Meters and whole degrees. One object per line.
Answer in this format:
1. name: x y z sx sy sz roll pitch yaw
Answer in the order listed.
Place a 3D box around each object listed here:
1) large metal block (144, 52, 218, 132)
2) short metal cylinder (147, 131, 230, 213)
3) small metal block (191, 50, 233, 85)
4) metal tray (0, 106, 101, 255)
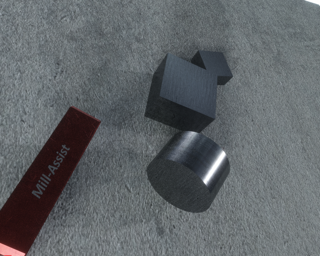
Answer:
1. large metal block: 0.031 -0.046 0.432 0.080 0.050 0.080 21 54 -16
2. short metal cylinder: 0.033 0.050 0.355 0.080 0.080 0.050 42 51 0
3. small metal block: 0.085 -0.099 0.510 0.050 0.025 0.050 -3 63 -30
4. metal tray: -0.102 0.053 0.274 0.030 0.090 0.130 29 52 -10
